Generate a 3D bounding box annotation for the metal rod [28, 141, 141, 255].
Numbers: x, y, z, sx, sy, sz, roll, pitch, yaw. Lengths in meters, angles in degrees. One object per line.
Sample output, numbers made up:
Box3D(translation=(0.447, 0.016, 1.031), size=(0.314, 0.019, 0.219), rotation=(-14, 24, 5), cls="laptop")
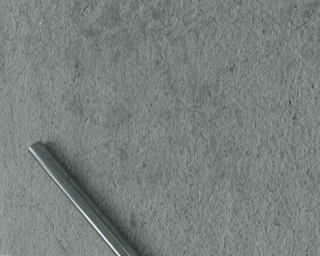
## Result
Box3D(translation=(-0.087, 0.131, 0.438), size=(0.300, 0.025, 0.025), rotation=(45, 104, 14), cls="metal rod")
